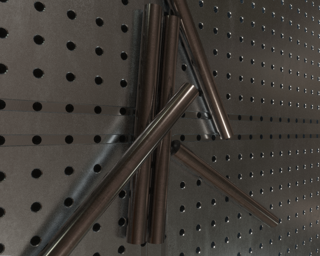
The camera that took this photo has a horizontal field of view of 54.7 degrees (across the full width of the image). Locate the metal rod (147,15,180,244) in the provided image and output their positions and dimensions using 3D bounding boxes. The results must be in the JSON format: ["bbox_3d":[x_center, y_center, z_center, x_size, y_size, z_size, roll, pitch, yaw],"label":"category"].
[{"bbox_3d":[0.004,0.000,0.414,0.025,0.025,0.298,7,86,-40],"label":"metal rod"}]

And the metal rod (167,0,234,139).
[{"bbox_3d":[0.050,-0.117,0.453,0.025,0.025,0.299,-38,113,-34],"label":"metal rod"}]

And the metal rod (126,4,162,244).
[{"bbox_3d":[-0.020,-0.008,0.394,0.025,0.025,0.298,7,86,-40],"label":"metal rod"}]

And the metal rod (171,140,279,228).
[{"bbox_3d":[0.117,0.103,0.510,0.301,0.025,0.025,38,67,-34],"label":"metal rod"}]

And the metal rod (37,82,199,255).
[{"bbox_3d":[-0.050,0.059,0.346,0.301,0.025,0.025,-50,120,-20],"label":"metal rod"}]
